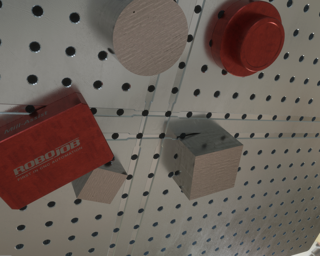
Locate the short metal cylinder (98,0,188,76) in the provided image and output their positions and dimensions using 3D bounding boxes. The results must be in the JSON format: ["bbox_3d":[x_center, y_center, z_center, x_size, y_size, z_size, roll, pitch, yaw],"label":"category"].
[{"bbox_3d":[-0.018,-0.101,0.324,0.081,0.050,0.079,-14,125,-21],"label":"short metal cylinder"}]

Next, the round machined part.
[{"bbox_3d":[0.119,-0.111,0.399,0.099,0.042,0.097,-14,125,-21],"label":"round machined part"}]

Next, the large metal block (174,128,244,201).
[{"bbox_3d":[0.071,0.054,0.469,0.081,0.050,0.079,-11,123,-23],"label":"large metal block"}]

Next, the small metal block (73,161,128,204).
[{"bbox_3d":[-0.080,0.070,0.413,0.050,0.025,0.050,22,107,-37],"label":"small metal block"}]

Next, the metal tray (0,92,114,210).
[{"bbox_3d":[-0.130,0.027,0.355,0.131,0.030,0.090,-28,128,-11],"label":"metal tray"}]
